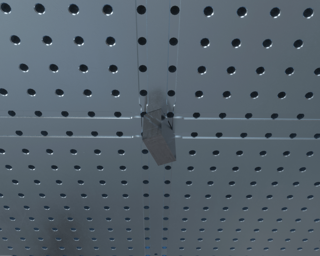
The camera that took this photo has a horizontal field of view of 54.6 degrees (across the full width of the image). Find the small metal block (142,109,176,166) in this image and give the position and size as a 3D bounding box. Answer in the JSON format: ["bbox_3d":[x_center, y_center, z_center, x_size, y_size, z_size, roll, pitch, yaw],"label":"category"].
[{"bbox_3d":[0.000,0.012,0.405,0.025,0.050,0.050,-18,128,14],"label":"small metal block"}]
